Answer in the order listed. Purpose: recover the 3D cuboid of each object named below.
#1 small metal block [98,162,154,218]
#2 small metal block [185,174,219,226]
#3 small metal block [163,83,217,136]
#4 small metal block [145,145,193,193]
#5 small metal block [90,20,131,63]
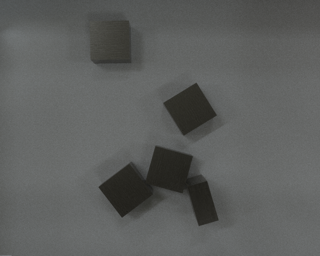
[{"bbox_3d":[-0.044,0.081,0.411,0.050,0.025,0.050,-37,90,0],"label":"small metal block"},{"bbox_3d":[0.052,0.091,0.399,0.025,0.050,0.050,-16,90,0],"label":"small metal block"},{"bbox_3d":[0.039,-0.024,0.411,0.050,0.025,0.050,-32,90,0],"label":"small metal block"},{"bbox_3d":[0.012,0.054,0.411,0.050,0.025,0.050,15,90,0],"label":"small metal block"},{"bbox_3d":[-0.065,-0.113,0.411,0.050,0.025,0.050,-1,90,0],"label":"small metal block"}]
